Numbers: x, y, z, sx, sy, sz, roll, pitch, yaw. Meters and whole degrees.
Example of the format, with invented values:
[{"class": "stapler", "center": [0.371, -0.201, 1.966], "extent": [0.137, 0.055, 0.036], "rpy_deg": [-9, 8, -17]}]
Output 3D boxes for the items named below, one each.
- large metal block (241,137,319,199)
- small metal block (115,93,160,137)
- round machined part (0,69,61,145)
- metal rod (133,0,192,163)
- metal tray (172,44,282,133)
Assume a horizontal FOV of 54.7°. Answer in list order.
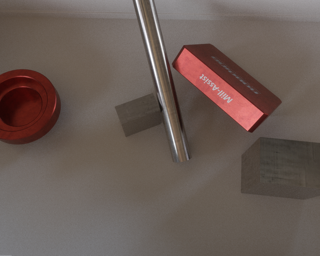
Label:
[{"class": "large metal block", "center": [0.146, 0.050, 0.364], "extent": [0.080, 0.080, 0.050], "rpy_deg": [6, 70, 2]}, {"class": "small metal block", "center": [-0.028, -0.016, 0.402], "extent": [0.050, 0.050, 0.025], "rpy_deg": [-21, 72, -8]}, {"class": "round machined part", "center": [-0.180, -0.025, 0.407], "extent": [0.099, 0.042, 0.098], "rpy_deg": [0, 70, -1]}, {"class": "metal rod", "center": [-0.007, -0.103, 0.377], "extent": [0.025, 0.025, 0.298], "rpy_deg": [-15, 98, -6]}, {"class": "metal tray", "center": [0.088, -0.057, 0.400], "extent": [0.130, 0.030, 0.091], "rpy_deg": [43, 32, 14]}]
